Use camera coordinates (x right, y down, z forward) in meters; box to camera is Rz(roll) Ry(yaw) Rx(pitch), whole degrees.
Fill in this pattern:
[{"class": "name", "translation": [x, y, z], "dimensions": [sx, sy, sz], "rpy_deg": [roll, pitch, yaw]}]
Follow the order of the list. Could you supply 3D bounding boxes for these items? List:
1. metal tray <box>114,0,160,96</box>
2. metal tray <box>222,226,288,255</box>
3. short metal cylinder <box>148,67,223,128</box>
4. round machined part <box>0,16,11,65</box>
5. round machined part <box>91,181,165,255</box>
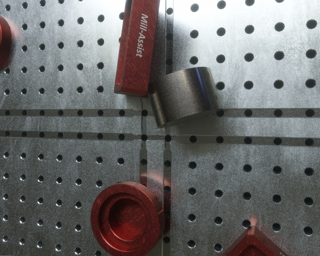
[{"class": "metal tray", "translation": [-0.030, -0.106, 0.387], "dimensions": [0.030, 0.090, 0.129], "rpy_deg": [7, 93, -14]}, {"class": "metal tray", "translation": [0.130, 0.194, 0.364], "dimensions": [0.130, 0.030, 0.090], "rpy_deg": [41, 103, 15]}, {"class": "short metal cylinder", "translation": [0.029, -0.035, 0.373], "dimensions": [0.080, 0.080, 0.050], "rpy_deg": [-18, 85, 19]}, {"class": "round machined part", "translation": [-0.298, -0.147, 0.506], "dimensions": [0.098, 0.042, 0.097], "rpy_deg": [0, 90, 19]}, {"class": "round machined part", "translation": [-0.039, 0.120, 0.416], "dimensions": [0.098, 0.042, 0.097], "rpy_deg": [0, 90, 19]}]
